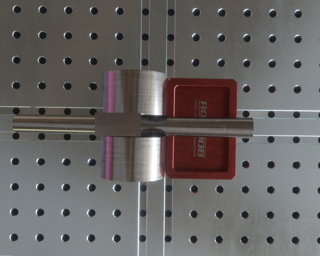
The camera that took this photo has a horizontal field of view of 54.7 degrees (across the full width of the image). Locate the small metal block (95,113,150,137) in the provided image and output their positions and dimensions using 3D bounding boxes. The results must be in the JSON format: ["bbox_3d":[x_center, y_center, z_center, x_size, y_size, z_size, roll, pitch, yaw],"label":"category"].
[{"bbox_3d":[-0.041,-0.004,0.353,0.050,0.050,0.025,1,90,8],"label":"small metal block"}]

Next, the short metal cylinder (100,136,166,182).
[{"bbox_3d":[-0.033,0.035,0.385,0.081,0.080,0.050,1,90,0],"label":"short metal cylinder"}]

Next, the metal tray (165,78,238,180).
[{"bbox_3d":[0.053,0.001,0.411,0.091,0.030,0.129,1,90,0],"label":"metal tray"}]

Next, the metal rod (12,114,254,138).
[{"bbox_3d":[-0.040,-0.003,0.390,0.301,0.025,0.025,1,90,8],"label":"metal rod"}]

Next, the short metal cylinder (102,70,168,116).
[{"bbox_3d":[-0.031,-0.040,0.384,0.081,0.080,0.050,1,90,0],"label":"short metal cylinder"}]
